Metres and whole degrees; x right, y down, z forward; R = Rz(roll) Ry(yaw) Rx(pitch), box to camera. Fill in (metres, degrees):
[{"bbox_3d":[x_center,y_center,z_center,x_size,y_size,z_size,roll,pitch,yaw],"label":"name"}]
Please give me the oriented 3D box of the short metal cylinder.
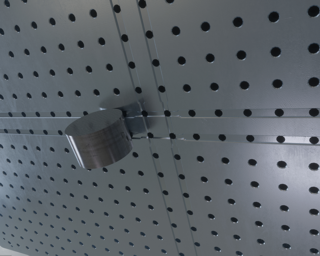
[{"bbox_3d":[-0.083,0.013,0.428,0.080,0.080,0.050,-2,117,29],"label":"short metal cylinder"}]
